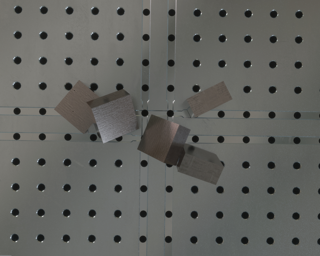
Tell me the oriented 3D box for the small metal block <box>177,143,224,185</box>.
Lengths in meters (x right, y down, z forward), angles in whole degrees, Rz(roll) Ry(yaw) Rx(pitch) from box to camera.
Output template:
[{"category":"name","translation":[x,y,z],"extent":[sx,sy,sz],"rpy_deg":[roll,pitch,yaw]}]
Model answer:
[{"category":"small metal block","translation":[0.049,0.044,0.397],"extent":[0.050,0.050,0.025],"rpy_deg":[20,102,-5]}]

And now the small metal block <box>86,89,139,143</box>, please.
[{"category":"small metal block","translation":[-0.059,-0.016,0.395],"extent":[0.050,0.025,0.050],"rpy_deg":[-23,121,-18]}]

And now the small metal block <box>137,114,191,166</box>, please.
[{"category":"small metal block","translation":[0.004,0.015,0.400],"extent":[0.050,0.025,0.050],"rpy_deg":[22,90,42]}]

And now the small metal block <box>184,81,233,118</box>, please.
[{"category":"small metal block","translation":[0.060,-0.035,0.401],"extent":[0.050,0.050,0.025],"rpy_deg":[-26,90,0]}]

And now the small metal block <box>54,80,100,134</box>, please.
[{"category":"small metal block","translation":[-0.102,-0.027,0.413],"extent":[0.050,0.025,0.050],"rpy_deg":[40,90,0]}]
